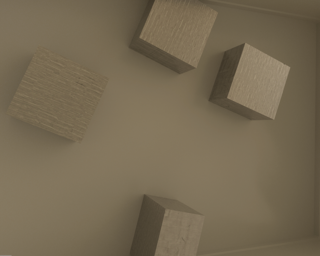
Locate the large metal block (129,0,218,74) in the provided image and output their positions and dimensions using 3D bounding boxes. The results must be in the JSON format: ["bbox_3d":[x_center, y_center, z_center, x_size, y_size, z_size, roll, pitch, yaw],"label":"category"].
[{"bbox_3d":[0.017,-0.127,0.403,0.080,0.050,0.080,24,82,-19],"label":"large metal block"}]

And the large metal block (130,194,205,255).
[{"bbox_3d":[0.006,0.134,0.384,0.050,0.080,0.080,16,85,-19],"label":"large metal block"}]

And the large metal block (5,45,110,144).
[{"bbox_3d":[-0.115,-0.035,0.355,0.080,0.050,0.080,25,82,-19],"label":"large metal block"}]

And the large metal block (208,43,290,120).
[{"bbox_3d":[0.127,-0.063,0.444,0.080,0.050,0.080,22,83,-19],"label":"large metal block"}]
